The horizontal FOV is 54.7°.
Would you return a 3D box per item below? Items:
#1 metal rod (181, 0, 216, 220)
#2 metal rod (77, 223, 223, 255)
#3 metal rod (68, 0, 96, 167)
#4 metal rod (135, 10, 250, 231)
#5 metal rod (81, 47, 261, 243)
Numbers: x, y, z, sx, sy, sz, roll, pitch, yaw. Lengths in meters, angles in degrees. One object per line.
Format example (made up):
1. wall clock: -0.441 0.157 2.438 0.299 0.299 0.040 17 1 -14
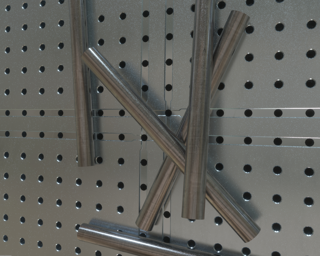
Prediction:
1. metal rod: 0.048 -0.048 0.364 0.025 0.025 0.299 1 79 19
2. metal rod: 0.028 0.167 0.401 0.301 0.025 0.025 6 92 19
3. metal rod: -0.115 -0.094 0.451 0.025 0.025 0.298 -4 89 19
4. metal rod: 0.038 -0.003 0.398 0.025 0.025 0.298 27 98 17
5. metal rod: 0.007 0.014 0.380 0.025 0.025 0.300 -44 81 14
